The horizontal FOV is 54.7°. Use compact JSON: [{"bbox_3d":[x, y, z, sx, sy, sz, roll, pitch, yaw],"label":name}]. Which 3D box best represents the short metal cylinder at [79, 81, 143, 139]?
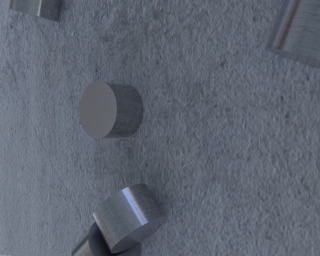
[{"bbox_3d":[-0.071,-0.025,0.445,0.080,0.050,0.079,0,90,39],"label":"short metal cylinder"}]

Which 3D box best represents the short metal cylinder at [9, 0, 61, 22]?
[{"bbox_3d":[-0.219,-0.224,0.546,0.080,0.081,0.050,24,105,37],"label":"short metal cylinder"}]

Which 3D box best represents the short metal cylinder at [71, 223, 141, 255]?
[{"bbox_3d":[-0.074,0.172,0.428,0.050,0.081,0.080,-50,61,28],"label":"short metal cylinder"}]

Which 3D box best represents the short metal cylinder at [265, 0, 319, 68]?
[{"bbox_3d":[0.136,-0.079,0.256,0.080,0.081,0.050,28,108,36],"label":"short metal cylinder"}]

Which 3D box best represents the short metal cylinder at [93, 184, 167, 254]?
[{"bbox_3d":[-0.038,0.116,0.399,0.080,0.081,0.050,-50,61,28],"label":"short metal cylinder"}]
